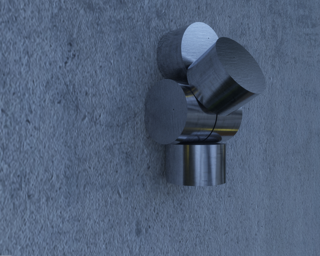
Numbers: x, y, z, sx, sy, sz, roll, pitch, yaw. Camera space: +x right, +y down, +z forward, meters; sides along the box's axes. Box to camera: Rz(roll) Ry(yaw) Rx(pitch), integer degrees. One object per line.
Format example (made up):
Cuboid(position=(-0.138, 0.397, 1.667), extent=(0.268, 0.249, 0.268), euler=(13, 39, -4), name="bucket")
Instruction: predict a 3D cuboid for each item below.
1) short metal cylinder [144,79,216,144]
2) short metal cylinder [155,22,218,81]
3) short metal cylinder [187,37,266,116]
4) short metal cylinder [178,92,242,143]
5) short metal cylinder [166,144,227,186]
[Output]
Cuboid(position=(0.024, -0.020, 0.393), extent=(0.050, 0.080, 0.079), euler=(1, 90, -41), name="short metal cylinder")
Cuboid(position=(0.041, -0.099, 0.427), extent=(0.081, 0.050, 0.079), euler=(0, 90, -40), name="short metal cylinder")
Cuboid(position=(0.080, -0.061, 0.373), extent=(0.080, 0.050, 0.080), euler=(22, 49, -28), name="short metal cylinder")
Cuboid(position=(0.065, -0.019, 0.426), extent=(0.050, 0.080, 0.079), euler=(0, 90, -40), name="short metal cylinder")
Cuboid(position=(0.048, 0.045, 0.413), extent=(0.081, 0.080, 0.050), euler=(0, 90, -40), name="short metal cylinder")
